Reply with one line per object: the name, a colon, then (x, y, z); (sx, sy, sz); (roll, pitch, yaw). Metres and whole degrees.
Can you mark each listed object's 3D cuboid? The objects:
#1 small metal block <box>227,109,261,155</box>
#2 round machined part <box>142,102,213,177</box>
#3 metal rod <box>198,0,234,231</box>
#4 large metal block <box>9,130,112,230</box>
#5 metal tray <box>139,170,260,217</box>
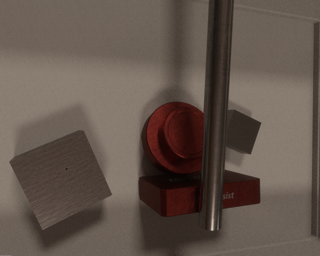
small metal block: (0.114, 0.006, 0.454); (0.050, 0.025, 0.050); (23, 82, -19)
round machined part: (0.029, 0.011, 0.399); (0.099, 0.042, 0.098); (6, 71, -19)
metal rod: (0.059, -0.042, 0.322); (0.025, 0.025, 0.298); (0, 96, -20)
large metal block: (-0.112, 0.055, 0.356); (0.081, 0.050, 0.080); (-25, 99, -19)
metal tray: (0.048, 0.078, 0.395); (0.131, 0.090, 0.030); (-2, 91, -20)
